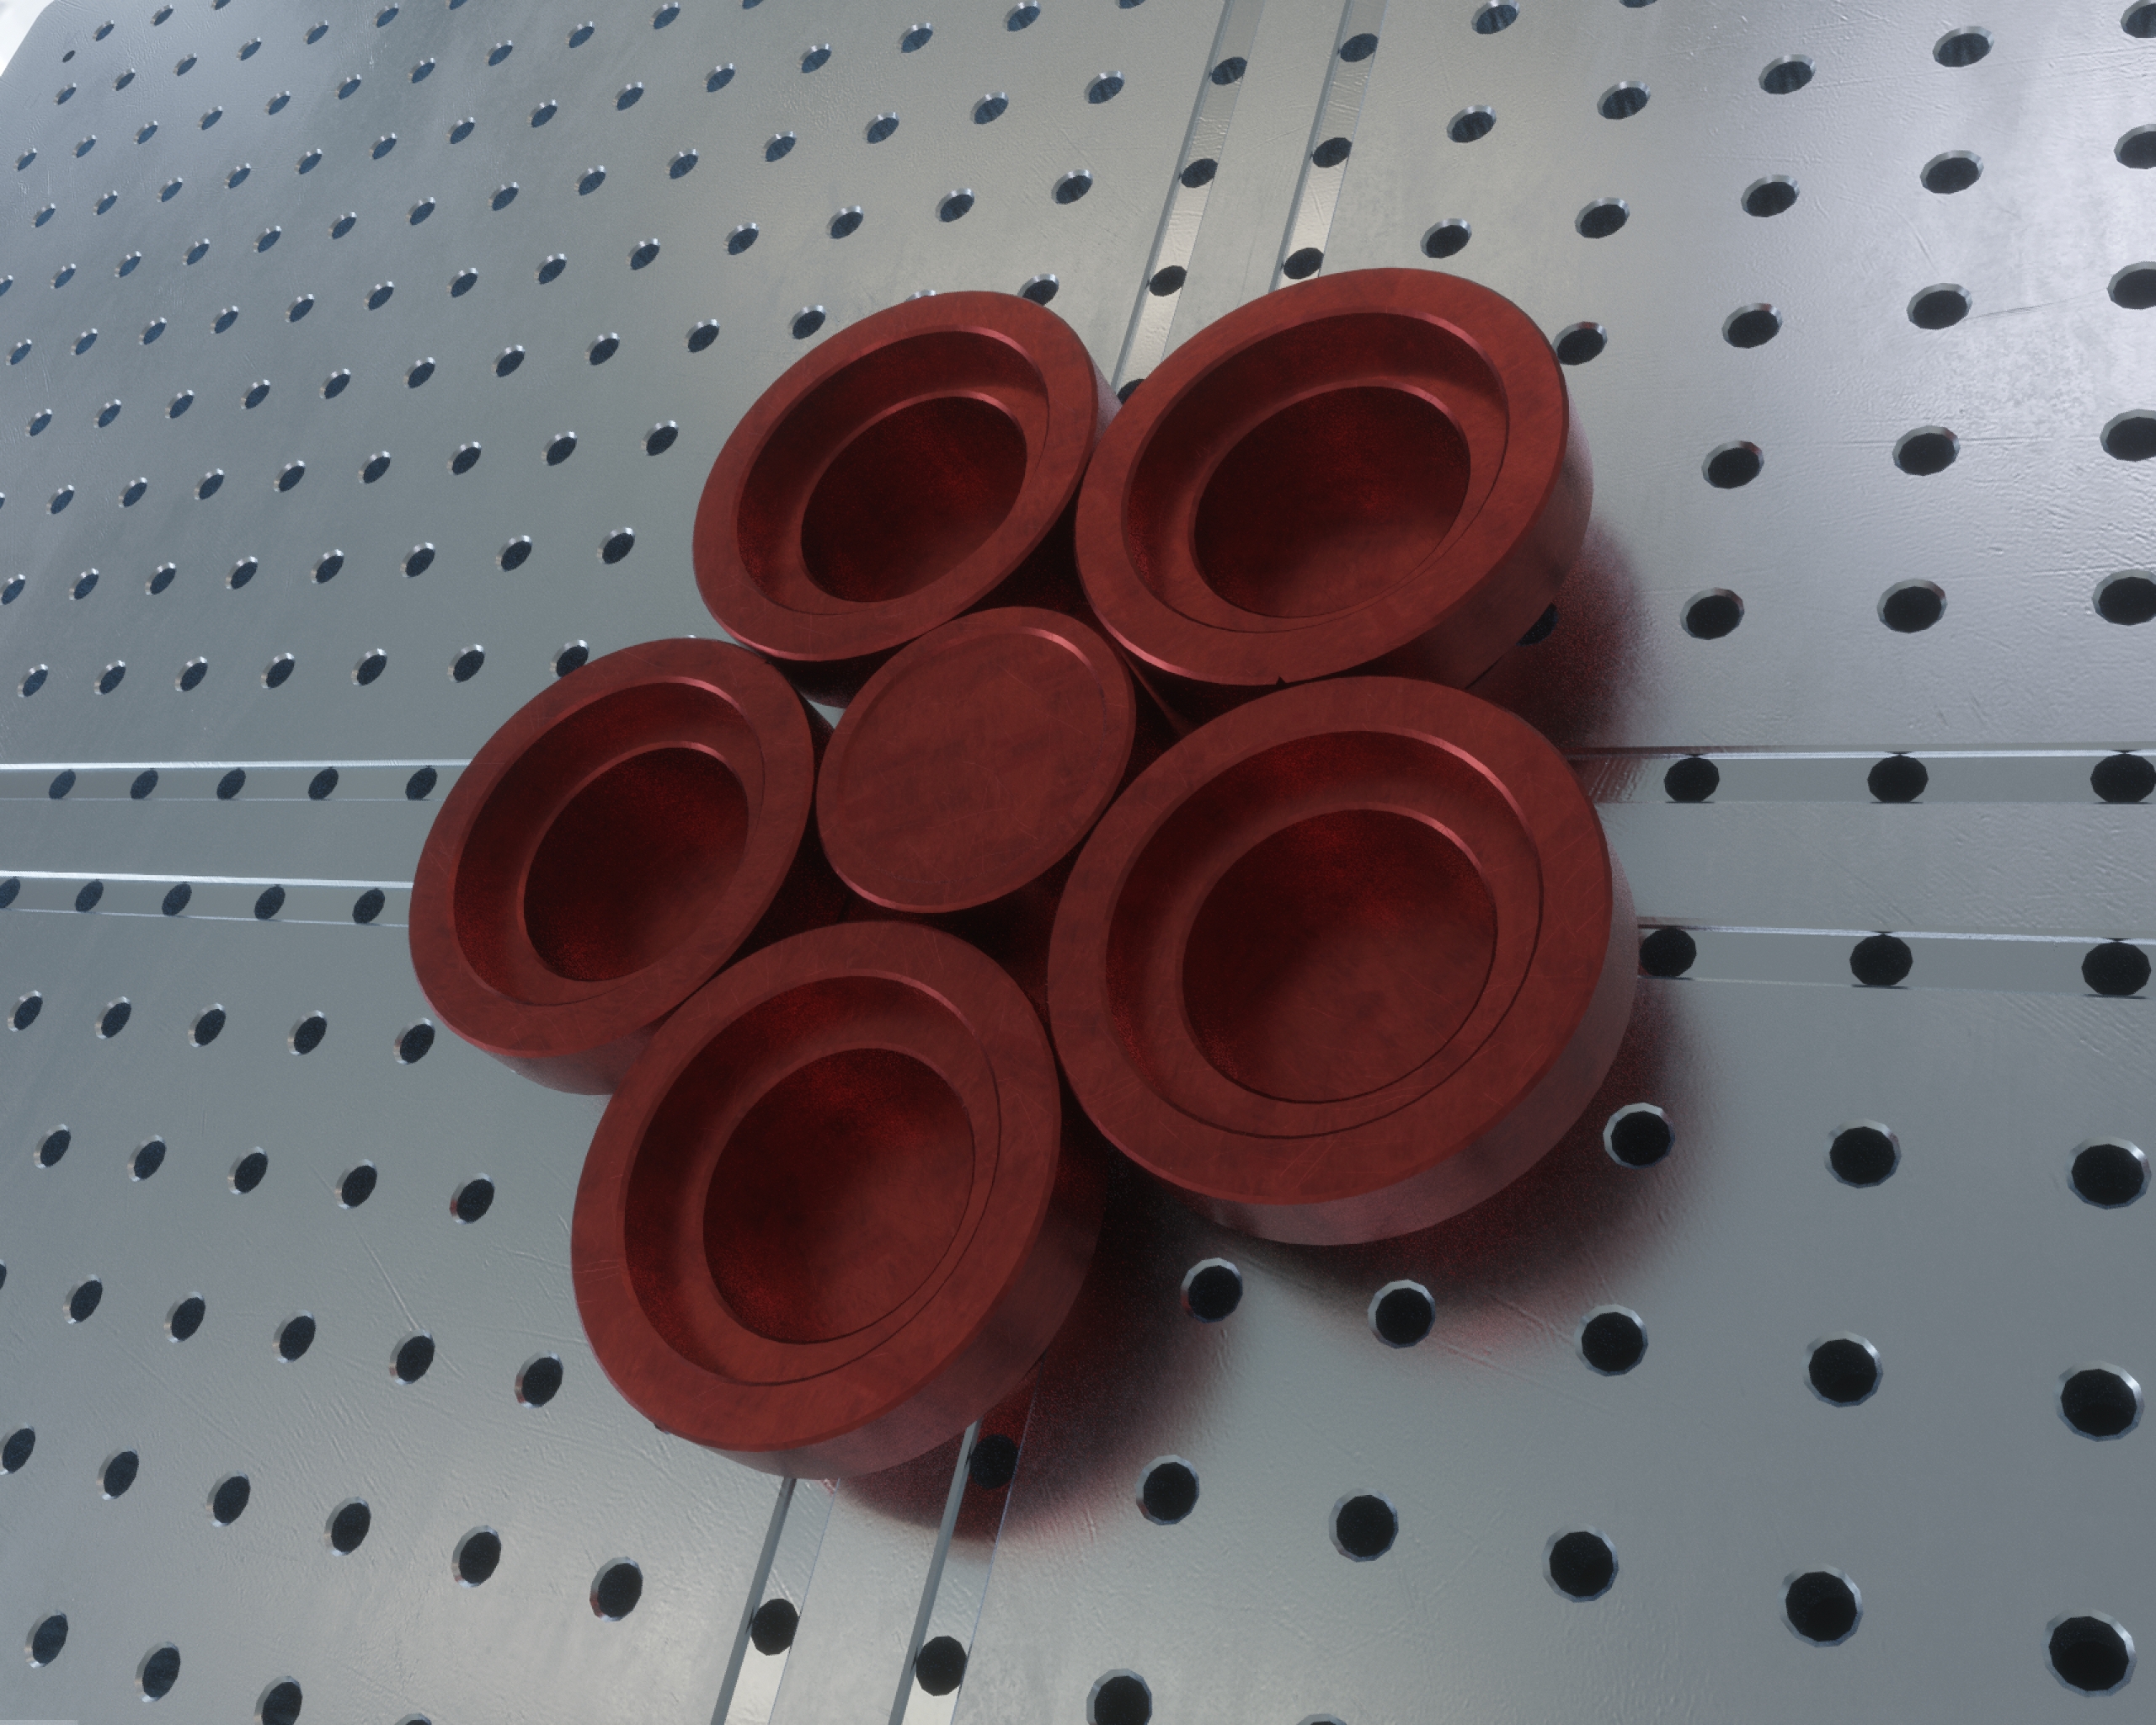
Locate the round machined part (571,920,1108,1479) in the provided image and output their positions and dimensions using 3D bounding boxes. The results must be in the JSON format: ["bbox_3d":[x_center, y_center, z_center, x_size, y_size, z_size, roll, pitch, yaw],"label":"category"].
[{"bbox_3d":[-0.039,0.063,0.379,0.098,0.042,0.098,-13,56,21],"label":"round machined part"}]

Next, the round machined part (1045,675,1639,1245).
[{"bbox_3d":[0.047,0.020,0.361,0.098,0.042,0.098,-13,56,21],"label":"round machined part"}]

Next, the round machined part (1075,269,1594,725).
[{"bbox_3d":[0.052,-0.065,0.410,0.098,0.042,0.098,-13,56,21],"label":"round machined part"}]

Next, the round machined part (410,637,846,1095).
[{"bbox_3d":[-0.088,0.004,0.441,0.098,0.042,0.098,-13,56,21],"label":"round machined part"}]

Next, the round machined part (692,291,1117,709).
[{"bbox_3d":[-0.032,-0.075,0.461,0.098,0.042,0.098,-13,56,21],"label":"round machined part"}]

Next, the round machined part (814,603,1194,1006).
[{"bbox_3d":[-0.012,-0.011,0.411,0.098,0.042,0.098,-13,56,21],"label":"round machined part"}]
